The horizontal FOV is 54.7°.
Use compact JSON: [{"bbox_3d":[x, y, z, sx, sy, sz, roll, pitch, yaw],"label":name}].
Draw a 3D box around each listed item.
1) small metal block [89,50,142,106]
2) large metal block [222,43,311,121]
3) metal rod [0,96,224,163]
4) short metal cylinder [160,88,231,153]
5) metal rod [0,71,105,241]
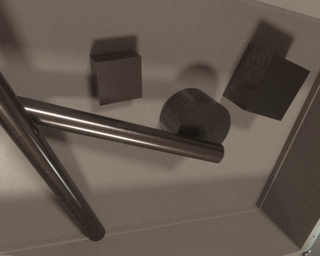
[{"bbox_3d":[-0.049,-0.057,0.348,0.050,0.025,0.050,-13,124,-21],"label":"small metal block"},{"bbox_3d":[0.149,-0.063,0.438,0.081,0.050,0.079,12,112,-34],"label":"large metal block"},{"bbox_3d":[-0.063,-0.001,0.336,0.302,0.025,0.025,14,112,-22],"label":"metal rod"},{"bbox_3d":[0.047,-0.007,0.415,0.081,0.050,0.079,-14,125,-21],"label":"short metal cylinder"},{"bbox_3d":[-0.116,0.055,0.348,0.025,0.025,0.299,-27,138,-12],"label":"metal rod"}]
